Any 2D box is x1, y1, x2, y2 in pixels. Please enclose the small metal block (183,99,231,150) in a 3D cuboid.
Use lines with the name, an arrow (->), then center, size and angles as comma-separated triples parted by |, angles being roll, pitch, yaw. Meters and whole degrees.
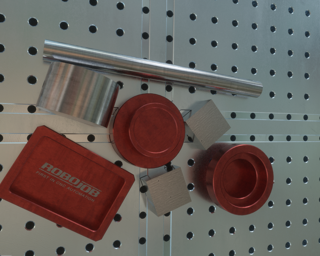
small metal block -> 0.063, -0.005, 0.436 | 0.050, 0.025, 0.050 | -40, 103, -16

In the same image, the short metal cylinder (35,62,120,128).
short metal cylinder -> -0.091, -0.035, 0.349 | 0.081, 0.080, 0.050 | 19, 84, -19

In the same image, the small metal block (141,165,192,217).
small metal block -> 0.008, 0.083, 0.416 | 0.050, 0.025, 0.050 | -20, 97, -19

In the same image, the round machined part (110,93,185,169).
round machined part -> -0.012, 0.004, 0.398 | 0.099, 0.042, 0.097 | 1, 87, -20

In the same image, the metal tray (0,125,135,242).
metal tray -> -0.108, 0.066, 0.370 | 0.130, 0.030, 0.090 | 32, 80, -17

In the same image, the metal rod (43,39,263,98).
metal rod -> 0.005, -0.075, 0.414 | 0.302, 0.025, 0.025 | 7, 88, -20

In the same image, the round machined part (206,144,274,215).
round machined part -> 0.109, 0.071, 0.444 | 0.099, 0.042, 0.097 | 0, 90, -20
